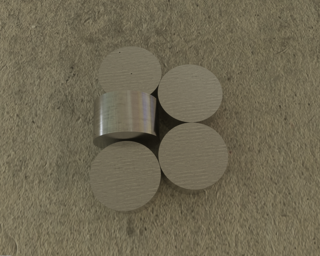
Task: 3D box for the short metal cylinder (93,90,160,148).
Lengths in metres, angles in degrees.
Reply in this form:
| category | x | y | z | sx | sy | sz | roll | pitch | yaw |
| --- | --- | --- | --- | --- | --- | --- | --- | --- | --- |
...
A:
| category | x | y | z | sx | sy | sz | roll | pitch | yaw |
| --- | --- | --- | --- | --- | --- | --- | --- | --- | --- |
| short metal cylinder | -0.041 | -0.006 | 0.382 | 0.081 | 0.080 | 0.050 | -3 | 70 | -1 |

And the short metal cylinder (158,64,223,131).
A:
| category | x | y | z | sx | sy | sz | roll | pitch | yaw |
| --- | --- | --- | --- | --- | --- | --- | --- | --- | --- |
| short metal cylinder | 0.038 | -0.036 | 0.409 | 0.081 | 0.050 | 0.080 | 0 | 71 | 0 |

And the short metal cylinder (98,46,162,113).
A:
| category | x | y | z | sx | sy | sz | roll | pitch | yaw |
| --- | --- | --- | --- | --- | --- | --- | --- | --- | --- |
| short metal cylinder | -0.038 | -0.062 | 0.418 | 0.080 | 0.050 | 0.080 | 0 | 70 | 1 |

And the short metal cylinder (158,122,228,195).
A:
| category | x | y | z | sx | sy | sz | roll | pitch | yaw |
| --- | --- | --- | --- | --- | --- | --- | --- | --- | --- |
| short metal cylinder | 0.039 | 0.039 | 0.381 | 0.080 | 0.050 | 0.080 | 0 | 70 | 1 |

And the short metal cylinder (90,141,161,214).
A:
| category | x | y | z | sx | sy | sz | roll | pitch | yaw |
| --- | --- | --- | --- | --- | --- | --- | --- | --- | --- |
| short metal cylinder | -0.039 | 0.061 | 0.373 | 0.080 | 0.050 | 0.080 | 0 | 70 | 1 |
